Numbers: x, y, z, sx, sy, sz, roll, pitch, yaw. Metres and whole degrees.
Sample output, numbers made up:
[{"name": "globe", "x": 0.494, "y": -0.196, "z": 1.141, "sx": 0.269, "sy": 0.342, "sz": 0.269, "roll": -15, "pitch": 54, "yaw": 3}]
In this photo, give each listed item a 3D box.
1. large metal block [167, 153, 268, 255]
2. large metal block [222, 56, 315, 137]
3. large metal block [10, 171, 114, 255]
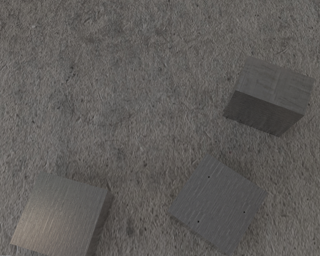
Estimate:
[{"name": "large metal block", "x": 0.064, "y": 0.089, "z": 0.362, "sx": 0.080, "sy": 0.050, "sz": 0.080, "roll": 33, "pitch": 73, "yaw": 11}, {"name": "large metal block", "x": 0.133, "y": -0.037, "z": 0.393, "sx": 0.080, "sy": 0.080, "sz": 0.050, "roll": 22, "pitch": 72, "yaw": 7}, {"name": "large metal block", "x": -0.107, "y": 0.103, "z": 0.356, "sx": 0.080, "sy": 0.050, "sz": 0.080, "roll": 15, "pitch": 71, "yaw": 5}]
